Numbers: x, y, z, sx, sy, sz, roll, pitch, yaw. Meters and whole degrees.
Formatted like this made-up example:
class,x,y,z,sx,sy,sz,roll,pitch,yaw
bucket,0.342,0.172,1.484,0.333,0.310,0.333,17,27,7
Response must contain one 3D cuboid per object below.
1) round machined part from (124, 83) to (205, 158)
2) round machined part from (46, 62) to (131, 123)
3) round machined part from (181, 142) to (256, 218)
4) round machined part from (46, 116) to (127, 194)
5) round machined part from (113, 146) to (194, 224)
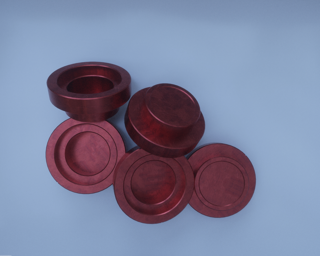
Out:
class,x,y,z,sx,sy,sz,roll,pitch,yaw
round machined part,0.010,-0.016,0.374,0.099,0.042,0.098,11,49,-13
round machined part,-0.085,-0.043,0.382,0.099,0.098,0.042,3,126,-1
round machined part,0.076,0.068,0.402,0.099,0.042,0.097,0,90,-1
round machined part,-0.091,0.032,0.399,0.099,0.042,0.097,0,90,-1
round machined part,-0.010,0.066,0.390,0.099,0.042,0.097,-2,96,-13
